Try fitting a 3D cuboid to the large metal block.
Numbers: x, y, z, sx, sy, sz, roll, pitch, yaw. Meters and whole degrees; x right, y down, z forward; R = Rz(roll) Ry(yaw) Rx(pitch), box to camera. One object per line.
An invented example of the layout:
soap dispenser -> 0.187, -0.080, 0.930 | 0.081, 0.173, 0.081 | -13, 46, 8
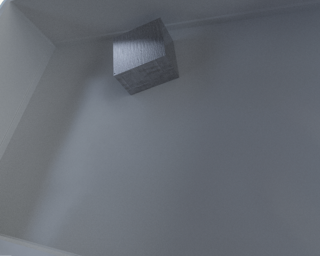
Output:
large metal block -> -0.022, -0.106, 0.465 | 0.080, 0.050, 0.080 | -18, 55, 17
